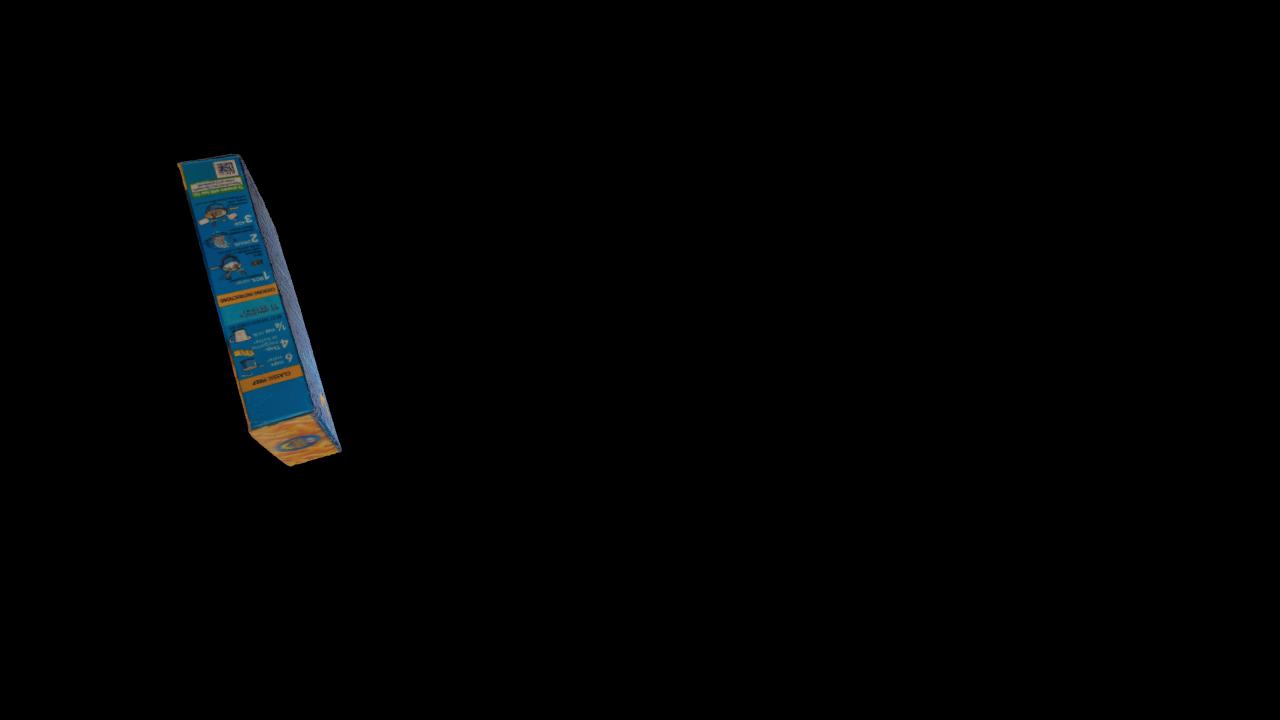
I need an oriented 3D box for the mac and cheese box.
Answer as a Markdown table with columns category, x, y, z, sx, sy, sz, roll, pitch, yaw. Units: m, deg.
| category | x | y | z | sx | sy | sz | roll | pitch | yaw |
| --- | --- | --- | --- | --- | --- | --- | --- | --- | --- |
| mac and cheese box | -0.246 | -0.030 | 0.403 | 0.041 | 0.184 | 0.093 | -18 | -16 | -23 |
